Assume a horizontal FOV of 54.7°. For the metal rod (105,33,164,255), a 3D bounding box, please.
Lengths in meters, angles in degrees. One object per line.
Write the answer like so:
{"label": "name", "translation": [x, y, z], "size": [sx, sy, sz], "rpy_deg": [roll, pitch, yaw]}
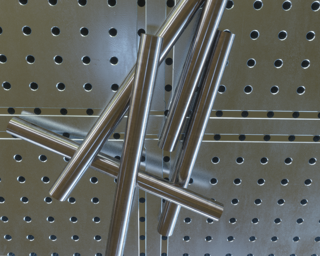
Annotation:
{"label": "metal rod", "translation": [-0.036, 0.039, 0.380], "size": [0.025, 0.025, 0.298], "rpy_deg": [10, 109, -4]}

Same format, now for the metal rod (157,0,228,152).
{"label": "metal rod", "translation": [0.051, -0.106, 0.367], "size": [0.025, 0.025, 0.298], "rpy_deg": [16, 112, -6]}

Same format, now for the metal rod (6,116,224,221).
{"label": "metal rod", "translation": [-0.057, 0.055, 0.415], "size": [0.301, 0.025, 0.025], "rpy_deg": [23, 108, -2]}

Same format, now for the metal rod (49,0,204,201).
{"label": "metal rod", "translation": [-0.044, -0.035, 0.376], "size": [0.025, 0.025, 0.299], "rpy_deg": [34, 97, -12]}

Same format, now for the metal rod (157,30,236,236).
{"label": "metal rod", "translation": [0.043, 0.020, 0.421], "size": [0.025, 0.025, 0.298], "rpy_deg": [13, 110, -5]}
